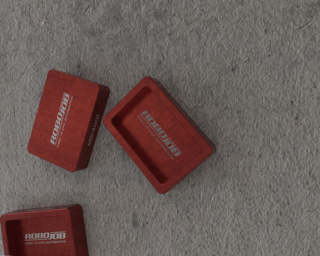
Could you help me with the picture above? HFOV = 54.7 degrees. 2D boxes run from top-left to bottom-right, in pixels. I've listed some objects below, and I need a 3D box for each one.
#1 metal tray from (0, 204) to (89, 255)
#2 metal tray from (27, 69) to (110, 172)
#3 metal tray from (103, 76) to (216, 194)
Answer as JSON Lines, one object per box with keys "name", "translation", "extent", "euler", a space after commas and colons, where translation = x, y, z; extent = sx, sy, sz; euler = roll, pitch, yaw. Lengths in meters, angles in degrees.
{"name": "metal tray", "translation": [-0.176, 0.168, 0.468], "extent": [0.130, 0.030, 0.089], "euler": [-10, 87, 19]}
{"name": "metal tray", "translation": [-0.135, -0.012, 0.454], "extent": [0.090, 0.030, 0.129], "euler": [20, 97, 18]}
{"name": "metal tray", "translation": [-0.003, 0.008, 0.407], "extent": [0.090, 0.030, 0.130], "euler": [-43, 77, 15]}
